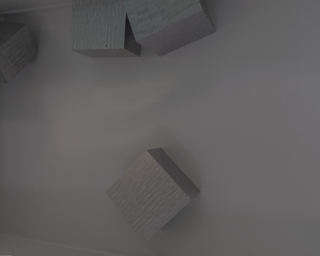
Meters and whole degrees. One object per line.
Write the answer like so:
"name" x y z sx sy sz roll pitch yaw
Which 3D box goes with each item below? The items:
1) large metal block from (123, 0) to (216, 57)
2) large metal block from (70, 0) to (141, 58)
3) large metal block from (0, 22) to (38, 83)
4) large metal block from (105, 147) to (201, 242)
"large metal block" 0.015 -0.134 0.376 0.080 0.080 0.050 -20 83 19
"large metal block" -0.072 -0.142 0.423 0.080 0.050 0.079 4 91 20
"large metal block" -0.245 -0.115 0.457 0.080 0.080 0.050 9 137 13
"large metal block" -0.008 0.083 0.400 0.080 0.050 0.080 -46 76 14
